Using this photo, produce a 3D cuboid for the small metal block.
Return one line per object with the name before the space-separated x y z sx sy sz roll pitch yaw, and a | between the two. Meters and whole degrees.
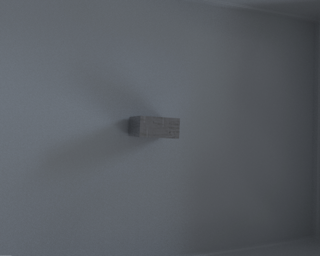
small metal block | -0.008 -0.001 0.391 0.050 0.050 0.025 3 89 -20
